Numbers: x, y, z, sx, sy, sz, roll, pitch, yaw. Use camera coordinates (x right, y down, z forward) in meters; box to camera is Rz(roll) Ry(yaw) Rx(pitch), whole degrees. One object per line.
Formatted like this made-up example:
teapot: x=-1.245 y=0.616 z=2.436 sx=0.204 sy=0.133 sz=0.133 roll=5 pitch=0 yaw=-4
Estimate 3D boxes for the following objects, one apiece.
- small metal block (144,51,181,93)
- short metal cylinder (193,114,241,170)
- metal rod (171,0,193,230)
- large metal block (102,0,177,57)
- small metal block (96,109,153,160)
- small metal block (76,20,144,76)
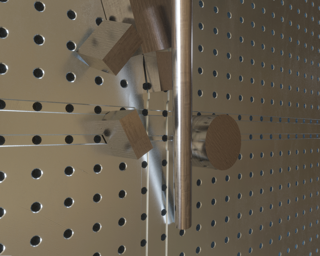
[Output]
small metal block: x=0.009 y=-0.076 z=0.419 sx=0.050 sy=0.025 sz=0.050 roll=-13 pitch=99 yaw=-40
short metal cylinder: x=0.075 y=0.020 z=0.459 sx=0.081 sy=0.050 sz=0.079 roll=0 pitch=90 yaw=-40
metal rod: x=0.029 y=-0.005 z=0.396 sx=0.025 sy=0.025 sz=0.298 roll=-16 pitch=113 yaw=-39
large metal block: x=-0.016 y=-0.133 z=0.380 sx=0.081 sy=0.050 sz=0.080 roll=-24 pitch=105 yaw=-38
small metal block: x=-0.042 y=0.007 z=0.360 sx=0.025 sy=0.050 sz=0.050 roll=-37 pitch=113 yaw=-34
small metal block: x=-0.055 y=-0.089 z=0.339 sx=0.050 sy=0.050 sz=0.025 roll=-54 pitch=139 yaw=-13
